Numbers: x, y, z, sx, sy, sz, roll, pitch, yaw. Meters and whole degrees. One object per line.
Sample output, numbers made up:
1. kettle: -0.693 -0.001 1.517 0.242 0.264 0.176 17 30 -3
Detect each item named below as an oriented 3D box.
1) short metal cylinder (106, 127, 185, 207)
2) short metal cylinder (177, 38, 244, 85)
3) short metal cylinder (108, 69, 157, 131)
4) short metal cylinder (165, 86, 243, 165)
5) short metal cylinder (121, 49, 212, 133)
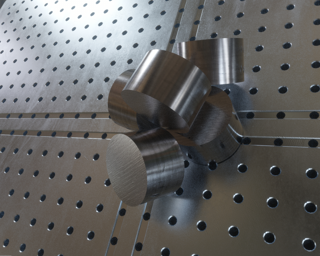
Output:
1. short metal cylinder: -0.018 0.042 0.349 0.080 0.050 0.079 15 110 49
2. short metal cylinder: 0.062 -0.081 0.381 0.080 0.080 0.050 2 103 29
3. short metal cylinder: -0.021 -0.033 0.404 0.050 0.080 0.080 20 73 36
4. short metal cylinder: 0.052 -0.003 0.366 0.080 0.050 0.080 -14 55 21
5. short metal cylinder: 0.007 -0.037 0.326 0.080 0.080 0.050 19 72 35
